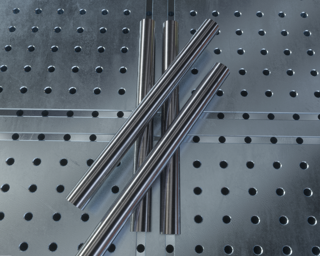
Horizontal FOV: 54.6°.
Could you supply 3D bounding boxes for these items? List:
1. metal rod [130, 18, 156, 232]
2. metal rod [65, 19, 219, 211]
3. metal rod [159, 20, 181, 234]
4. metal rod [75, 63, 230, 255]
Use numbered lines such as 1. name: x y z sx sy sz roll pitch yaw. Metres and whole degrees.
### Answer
1. metal rod: -0.021 -0.017 0.419 0.025 0.025 0.299 1 70 0
2. metal rod: -0.012 -0.029 0.396 0.025 0.025 0.300 33 73 11
3. metal rod: 0.014 -0.015 0.418 0.025 0.025 0.299 1 70 0
4. metal rod: -0.003 0.037 0.371 0.025 0.025 0.300 33 73 11
